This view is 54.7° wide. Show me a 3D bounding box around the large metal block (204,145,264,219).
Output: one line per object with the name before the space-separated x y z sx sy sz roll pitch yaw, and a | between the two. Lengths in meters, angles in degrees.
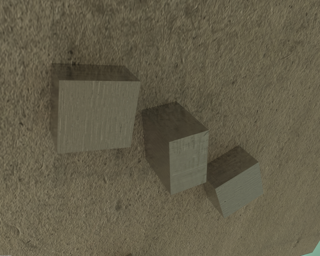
large metal block | 0.118 0.088 0.509 0.080 0.050 0.080 -29 128 -10

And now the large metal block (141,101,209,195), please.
large metal block | 0.018 0.023 0.395 0.050 0.080 0.079 -16 125 -19

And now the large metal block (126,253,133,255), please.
large metal block | -0.045 0.273 0.515 0.050 0.080 0.080 -27 128 -12

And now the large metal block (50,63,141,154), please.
large metal block | -0.073 -0.023 0.337 0.081 0.050 0.079 -3 120 -27
